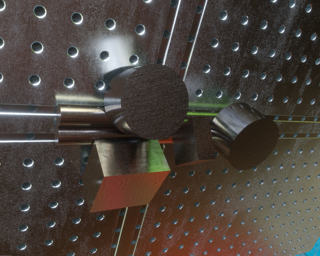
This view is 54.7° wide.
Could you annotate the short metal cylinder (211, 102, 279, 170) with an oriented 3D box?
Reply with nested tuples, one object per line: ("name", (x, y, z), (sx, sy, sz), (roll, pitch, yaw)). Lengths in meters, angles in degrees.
("short metal cylinder", (0.114, 0.011, 0.428), (0.081, 0.050, 0.079), (-14, 124, -21))

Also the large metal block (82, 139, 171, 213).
("large metal block", (-0.045, 0.058, 0.384), (0.081, 0.050, 0.079), (-1, 139, -28))

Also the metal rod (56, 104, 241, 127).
("metal rod", (0.022, -0.013, 0.411), (0.303, 0.025, 0.025), (0, 118, -29))

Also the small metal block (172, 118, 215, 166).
("small metal block", (0.040, 0.019, 0.388), (0.025, 0.050, 0.050), (1, 76, -29))

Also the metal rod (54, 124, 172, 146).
("metal rod", (0.016, 0.009, 0.421), (0.303, 0.025, 0.025), (0, 118, -29))

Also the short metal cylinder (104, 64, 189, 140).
("short metal cylinder", (-0.015, -0.029, 0.346), (0.081, 0.050, 0.079), (-3, 96, -29))
